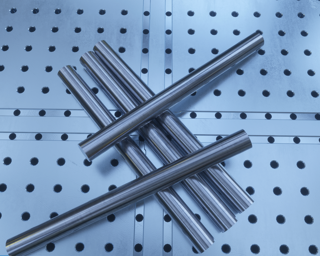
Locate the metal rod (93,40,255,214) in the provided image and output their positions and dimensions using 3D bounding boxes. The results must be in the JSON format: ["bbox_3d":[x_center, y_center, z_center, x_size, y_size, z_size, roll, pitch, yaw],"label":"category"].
[{"bbox_3d":[0.009,-0.011,0.416,0.025,0.025,0.300,-39,75,-13],"label":"metal rod"}]

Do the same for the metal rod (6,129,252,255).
[{"bbox_3d":[-0.035,0.076,0.361,0.301,0.025,0.025,-25,72,-1],"label":"metal rod"}]

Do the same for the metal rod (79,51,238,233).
[{"bbox_3d":[-0.011,0.008,0.408,0.025,0.025,0.300,-37,75,-13],"label":"metal rod"}]

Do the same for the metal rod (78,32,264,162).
[{"bbox_3d":[0.029,-0.051,0.409,0.302,0.025,0.025,-34,74,-20],"label":"metal rod"}]

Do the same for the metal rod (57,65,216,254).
[{"bbox_3d":[-0.039,0.030,0.400,0.025,0.025,0.300,-37,75,-13],"label":"metal rod"}]
